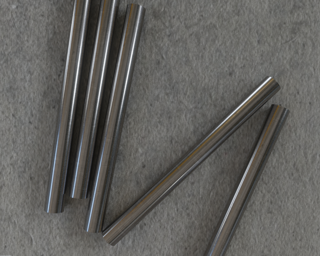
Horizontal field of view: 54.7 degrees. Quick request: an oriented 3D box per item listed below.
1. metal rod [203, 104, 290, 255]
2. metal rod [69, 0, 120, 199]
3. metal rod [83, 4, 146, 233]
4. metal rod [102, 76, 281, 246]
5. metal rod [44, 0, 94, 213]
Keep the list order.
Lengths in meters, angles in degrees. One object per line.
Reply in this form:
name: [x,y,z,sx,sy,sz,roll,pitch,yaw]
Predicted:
metal rod: [0.099,0.109,0.411,0.025,0.025,0.299,24,90,-1]
metal rod: [-0.084,-0.057,0.408,0.025,0.025,0.298,9,90,-1]
metal rod: [-0.060,-0.013,0.409,0.025,0.025,0.298,11,90,-1]
metal rod: [0.041,0.043,0.410,0.300,0.025,0.025,-43,91,-1]
metal rod: [-0.119,-0.039,0.408,0.025,0.025,0.298,8,90,-1]
